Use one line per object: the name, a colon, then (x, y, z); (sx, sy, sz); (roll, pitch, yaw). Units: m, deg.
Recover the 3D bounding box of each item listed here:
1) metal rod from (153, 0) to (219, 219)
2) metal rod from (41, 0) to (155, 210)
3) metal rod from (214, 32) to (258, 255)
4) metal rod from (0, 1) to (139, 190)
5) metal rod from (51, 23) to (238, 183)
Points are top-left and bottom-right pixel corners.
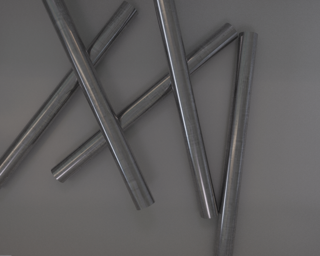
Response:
metal rod: (0.033, -0.029, 0.391); (0.025, 0.025, 0.298); (-13, 98, 0)
metal rod: (-0.079, -0.040, 0.384); (0.025, 0.025, 0.299); (-24, 90, 0)
metal rod: (0.101, 0.024, 0.411); (0.025, 0.025, 0.298); (7, 90, 0)
metal rod: (-0.131, -0.042, 0.410); (0.025, 0.025, 0.300); (38, 90, 0)
metal rod: (-0.020, -0.033, 0.411); (0.300, 0.025, 0.025); (-40, 90, 0)
